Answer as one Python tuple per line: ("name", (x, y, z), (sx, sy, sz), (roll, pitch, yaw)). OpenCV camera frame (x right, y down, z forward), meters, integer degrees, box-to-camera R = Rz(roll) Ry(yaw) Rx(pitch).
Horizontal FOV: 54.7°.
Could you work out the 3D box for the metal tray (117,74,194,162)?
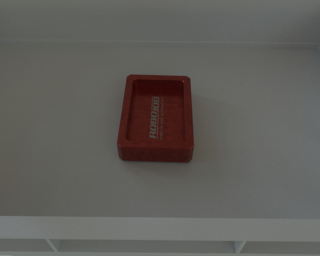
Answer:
("metal tray", (-0.004, -0.017, 0.412), (0.091, 0.030, 0.130), (2, 50, 0))
